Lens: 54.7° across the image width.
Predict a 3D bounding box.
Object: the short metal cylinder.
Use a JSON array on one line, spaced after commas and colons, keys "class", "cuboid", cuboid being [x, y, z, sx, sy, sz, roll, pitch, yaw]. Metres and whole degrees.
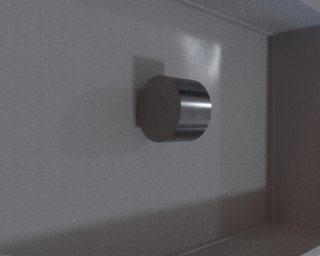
[{"class": "short metal cylinder", "cuboid": [0.016, -0.023, 0.383, 0.050, 0.080, 0.079, 0, 90, -40]}]
